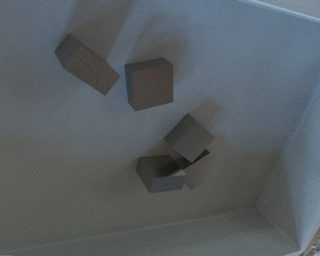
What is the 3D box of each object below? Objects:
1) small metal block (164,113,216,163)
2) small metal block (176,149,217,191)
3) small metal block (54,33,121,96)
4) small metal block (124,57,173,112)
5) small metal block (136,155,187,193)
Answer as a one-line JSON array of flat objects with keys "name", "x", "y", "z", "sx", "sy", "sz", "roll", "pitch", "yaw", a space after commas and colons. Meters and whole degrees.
[{"name": "small metal block", "x": 0.043, "y": 0.015, "z": 0.443, "sx": 0.050, "sy": 0.025, "sz": 0.050, "roll": -48, "pitch": 130, "yaw": 5}, {"name": "small metal block", "x": 0.056, "y": 0.061, "z": 0.479, "sx": 0.050, "sy": 0.025, "sz": 0.050, "roll": -31, "pitch": 129, "yaw": -9}, {"name": "small metal block", "x": -0.074, "y": -0.065, "z": 0.313, "sx": 0.050, "sy": 0.050, "sz": 0.025, "roll": 34, "pitch": 99, "yaw": -39}, {"name": "small metal block", "x": -0.012, "y": -0.053, "z": 0.371, "sx": 0.050, "sy": 0.025, "sz": 0.050, "roll": -16, "pitch": 125, "yaw": -20}, {"name": "small metal block", "x": 0.001, "y": 0.063, "z": 0.434, "sx": 0.050, "sy": 0.050, "sz": 0.025, "roll": -1, "pitch": 119, "yaw": -29}]
